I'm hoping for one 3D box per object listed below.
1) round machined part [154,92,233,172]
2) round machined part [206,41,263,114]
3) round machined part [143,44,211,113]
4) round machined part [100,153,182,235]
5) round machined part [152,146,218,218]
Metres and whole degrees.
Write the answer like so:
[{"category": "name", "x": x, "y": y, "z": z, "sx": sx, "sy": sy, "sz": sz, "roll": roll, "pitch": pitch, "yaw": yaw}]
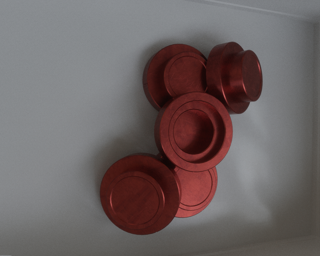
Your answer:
[{"category": "round machined part", "x": 0.039, "y": 0.005, "z": 0.392, "sx": 0.099, "sy": 0.042, "sz": 0.097, "roll": 0, "pitch": 90, "yaw": -21}, {"category": "round machined part", "x": 0.106, "y": -0.068, "z": 0.417, "sx": 0.099, "sy": 0.042, "sz": 0.097, "roll": 5, "pitch": 84, "yaw": -50}, {"category": "round machined part", "x": 0.030, "y": -0.063, "z": 0.411, "sx": 0.099, "sy": 0.042, "sz": 0.097, "roll": 0, "pitch": 90, "yaw": -21}, {"category": "round machined part", "x": -0.025, "y": 0.081, "z": 0.369, "sx": 0.098, "sy": 0.042, "sz": 0.097, "roll": 1, "pitch": 94, "yaw": 9}, {"category": "round machined part", "x": 0.035, "y": 0.072, "z": 0.414, "sx": 0.099, "sy": 0.042, "sz": 0.097, "roll": 0, "pitch": 90, "yaw": -21}]
